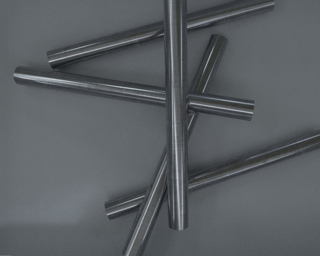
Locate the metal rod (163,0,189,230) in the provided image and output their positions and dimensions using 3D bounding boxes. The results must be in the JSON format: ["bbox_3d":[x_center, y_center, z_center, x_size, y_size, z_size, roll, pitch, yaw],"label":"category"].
[{"bbox_3d":[0.019,-0.028,0.352,0.025,0.025,0.298,-1,100,-1],"label":"metal rod"}]

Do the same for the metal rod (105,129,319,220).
[{"bbox_3d":[0.074,0.062,0.412,0.302,0.025,0.025,-19,90,-1],"label":"metal rod"}]

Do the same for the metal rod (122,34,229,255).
[{"bbox_3d":[0.022,0.019,0.394,0.025,0.025,0.299,23,83,-1],"label":"metal rod"}]

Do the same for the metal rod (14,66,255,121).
[{"bbox_3d":[-0.038,-0.045,0.387,0.301,0.025,0.025,10,90,9],"label":"metal rod"}]

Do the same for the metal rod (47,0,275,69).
[{"bbox_3d":[0.002,-0.129,0.411,0.302,0.025,0.025,-15,90,-1],"label":"metal rod"}]
